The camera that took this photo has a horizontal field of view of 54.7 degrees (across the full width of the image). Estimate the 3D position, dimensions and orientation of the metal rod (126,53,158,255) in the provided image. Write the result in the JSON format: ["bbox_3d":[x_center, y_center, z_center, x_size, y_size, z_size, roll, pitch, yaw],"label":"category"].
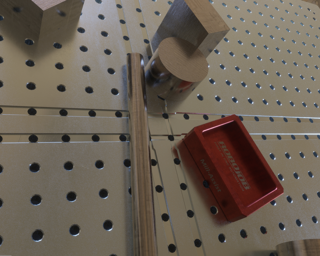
[{"bbox_3d":[-0.024,0.029,0.376,0.025,0.025,0.299,9,58,-24],"label":"metal rod"}]

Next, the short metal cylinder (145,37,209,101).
[{"bbox_3d":[0.024,-0.086,0.457,0.081,0.050,0.080,14,56,-21],"label":"short metal cylinder"}]

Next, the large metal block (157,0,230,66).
[{"bbox_3d":[0.051,-0.156,0.495,0.050,0.080,0.080,-23,74,-36],"label":"large metal block"}]

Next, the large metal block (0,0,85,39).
[{"bbox_3d":[-0.160,-0.178,0.415,0.080,0.050,0.080,41,51,0],"label":"large metal block"}]

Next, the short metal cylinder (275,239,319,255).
[{"bbox_3d":[0.185,0.167,0.370,0.081,0.080,0.050,14,56,-20],"label":"short metal cylinder"}]

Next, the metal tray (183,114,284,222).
[{"bbox_3d":[0.102,0.050,0.428,0.091,0.030,0.130,-17,71,-35],"label":"metal tray"}]
